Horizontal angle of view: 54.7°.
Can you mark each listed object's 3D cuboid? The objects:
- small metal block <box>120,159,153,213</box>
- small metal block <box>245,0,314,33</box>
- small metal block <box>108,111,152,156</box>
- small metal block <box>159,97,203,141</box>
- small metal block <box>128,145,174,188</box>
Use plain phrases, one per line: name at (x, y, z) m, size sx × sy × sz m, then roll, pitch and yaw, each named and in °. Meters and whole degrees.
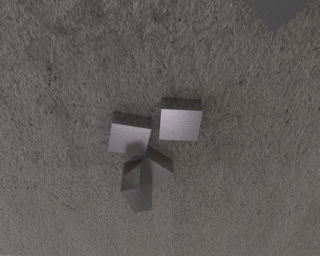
small metal block at (-0.031, 0.080, 0.425) m, size 0.025 × 0.050 × 0.050 m, roll -14°, pitch 129°, yaw 11°
small metal block at (0.113, -0.130, 0.298) m, size 0.050 × 0.025 × 0.050 m, roll 36°, pitch 121°, yaw -27°
small metal block at (-0.041, 0.008, 0.414) m, size 0.050 × 0.025 × 0.050 m, roll 9°, pitch 130°, yaw -8°
small metal block at (0.025, -0.011, 0.398) m, size 0.050 × 0.025 × 0.050 m, roll 2°, pitch 130°, yaw -3°
small metal block at (-0.016, 0.059, 0.457) m, size 0.050 × 0.025 × 0.050 m, roll 35°, pitch 122°, yaw -26°
